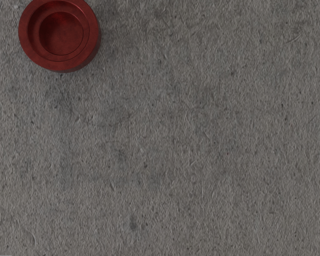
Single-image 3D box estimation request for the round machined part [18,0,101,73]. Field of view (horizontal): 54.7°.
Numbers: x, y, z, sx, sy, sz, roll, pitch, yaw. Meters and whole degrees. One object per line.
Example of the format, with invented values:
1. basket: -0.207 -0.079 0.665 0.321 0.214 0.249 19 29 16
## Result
1. round machined part: -0.125 -0.119 0.400 0.099 0.042 0.097 0 90 0
